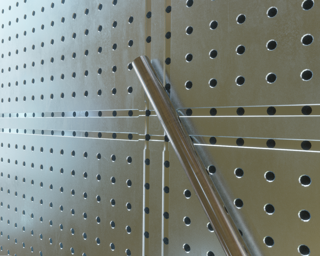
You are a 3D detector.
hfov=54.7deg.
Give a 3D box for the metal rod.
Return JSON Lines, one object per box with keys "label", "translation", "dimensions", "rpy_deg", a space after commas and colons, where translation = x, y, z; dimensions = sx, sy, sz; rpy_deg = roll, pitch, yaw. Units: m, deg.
{"label": "metal rod", "translation": [0.035, 0.034, 0.378], "dimensions": [0.025, 0.025, 0.299], "rpy_deg": [-39, 66, 33]}
